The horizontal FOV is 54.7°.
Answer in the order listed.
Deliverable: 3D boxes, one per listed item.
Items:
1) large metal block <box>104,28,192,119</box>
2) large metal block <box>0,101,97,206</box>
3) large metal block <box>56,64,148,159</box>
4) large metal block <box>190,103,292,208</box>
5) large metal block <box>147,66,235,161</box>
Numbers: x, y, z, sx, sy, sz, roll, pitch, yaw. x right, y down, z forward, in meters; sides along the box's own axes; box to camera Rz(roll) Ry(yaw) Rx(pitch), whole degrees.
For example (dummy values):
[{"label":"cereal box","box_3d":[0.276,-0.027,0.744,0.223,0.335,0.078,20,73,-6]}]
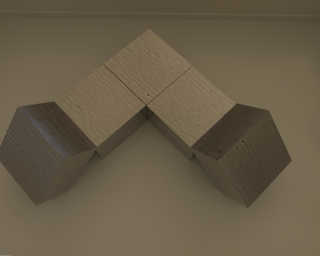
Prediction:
[{"label":"large metal block","box_3d":[-0.015,-0.073,0.421,0.080,0.050,0.080,-42,76,-14]},{"label":"large metal block","box_3d":[-0.133,0.028,0.360,0.080,0.050,0.080,44,118,14]},{"label":"large metal block","box_3d":[-0.074,-0.020,0.401,0.080,0.050,0.080,-42,76,-14]},{"label":"large metal block","box_3d":[0.096,0.030,0.361,0.080,0.050,0.080,-42,119,-14]},{"label":"large metal block","box_3d":[0.041,-0.018,0.401,0.080,0.050,0.080,-42,76,-14]}]
